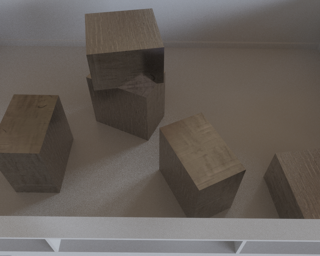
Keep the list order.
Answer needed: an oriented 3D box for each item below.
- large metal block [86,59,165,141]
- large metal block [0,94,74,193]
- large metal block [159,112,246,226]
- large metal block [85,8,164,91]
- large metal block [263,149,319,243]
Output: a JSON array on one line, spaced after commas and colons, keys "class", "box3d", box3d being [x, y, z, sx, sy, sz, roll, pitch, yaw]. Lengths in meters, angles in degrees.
[{"class": "large metal block", "box3d": [-0.041, -0.039, 0.402, 0.080, 0.080, 0.050, 20, 53, 16]}, {"class": "large metal block", "box3d": [-0.140, 0.019, 0.352, 0.050, 0.080, 0.080, 1, 50, 0]}, {"class": "large metal block", "box3d": [0.039, 0.044, 0.333, 0.050, 0.080, 0.080, -20, 53, -17]}, {"class": "large metal block", "box3d": [-0.042, -0.094, 0.363, 0.081, 0.050, 0.080, -7, 50, -7]}, {"class": "large metal block", "box3d": [0.170, 0.070, 0.333, 0.081, 0.050, 0.080, -5, 50, -5]}]
